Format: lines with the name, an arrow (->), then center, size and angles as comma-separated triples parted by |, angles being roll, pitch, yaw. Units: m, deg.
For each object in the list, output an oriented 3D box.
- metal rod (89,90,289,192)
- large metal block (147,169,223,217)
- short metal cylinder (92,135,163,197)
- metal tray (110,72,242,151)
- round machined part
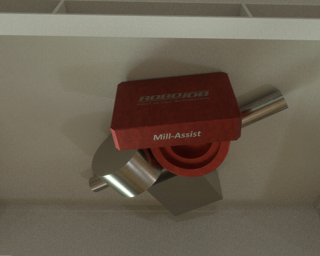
metal rod -> 0.025, 0.026, 0.430 | 0.300, 0.025, 0.025 | -26, 126, 20
large metal block -> 0.035, 0.077, 0.455 | 0.080, 0.050, 0.080 | -26, 126, 20
short metal cylinder -> -0.042, 0.043, 0.407 | 0.080, 0.080, 0.050 | -27, 125, 20
metal tray -> 0.016, -0.021, 0.345 | 0.131, 0.090, 0.030 | -5, 130, 3
round machined part -> 0.038, 0.008, 0.385 | 0.098, 0.042, 0.097 | 4, 106, 14
